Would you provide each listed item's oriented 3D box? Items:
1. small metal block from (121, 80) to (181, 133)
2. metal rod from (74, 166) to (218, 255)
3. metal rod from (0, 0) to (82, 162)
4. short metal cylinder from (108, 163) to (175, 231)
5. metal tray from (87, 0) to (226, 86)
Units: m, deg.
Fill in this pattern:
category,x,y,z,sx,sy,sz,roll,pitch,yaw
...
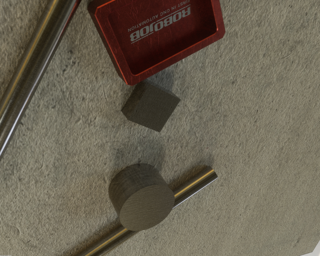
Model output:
category,x,y,z,sx,sy,sz,roll,pitch,yaw
small metal block,-0.011,-0.028,0.383,0.050,0.025,0.050,23,106,-37
metal rod,-0.040,0.151,0.478,0.301,0.025,0.025,-33,129,-7
metal rod,-0.149,-0.020,0.312,0.025,0.025,0.299,22,106,-37
short metal cylinder,-0.026,0.097,0.436,0.081,0.050,0.079,-14,124,-21
metal tray,0.002,-0.115,0.333,0.131,0.030,0.090,-30,129,-9
